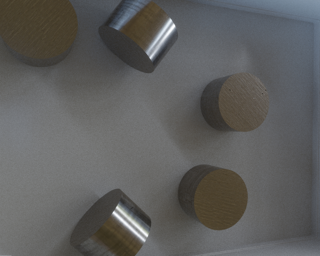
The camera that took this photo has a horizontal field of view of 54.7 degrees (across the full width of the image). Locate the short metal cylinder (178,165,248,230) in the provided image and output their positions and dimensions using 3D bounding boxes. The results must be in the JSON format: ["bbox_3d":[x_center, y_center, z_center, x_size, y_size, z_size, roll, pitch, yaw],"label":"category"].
[{"bbox_3d":[0.072,0.093,0.425,0.081,0.050,0.079,0,90,-21],"label":"short metal cylinder"}]

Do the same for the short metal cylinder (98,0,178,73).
[{"bbox_3d":[-0.026,-0.111,0.372,0.080,0.080,0.050,39,78,-16],"label":"short metal cylinder"}]

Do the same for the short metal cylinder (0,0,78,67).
[{"bbox_3d":[-0.136,-0.112,0.347,0.081,0.050,0.079,0,90,-21],"label":"short metal cylinder"}]

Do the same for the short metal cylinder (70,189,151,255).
[{"bbox_3d":[-0.057,0.118,0.361,0.080,0.080,0.050,-46,105,-14],"label":"short metal cylinder"}]

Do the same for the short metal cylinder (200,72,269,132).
[{"bbox_3d":[0.105,-0.035,0.437,0.081,0.050,0.079,0,90,-21],"label":"short metal cylinder"}]
